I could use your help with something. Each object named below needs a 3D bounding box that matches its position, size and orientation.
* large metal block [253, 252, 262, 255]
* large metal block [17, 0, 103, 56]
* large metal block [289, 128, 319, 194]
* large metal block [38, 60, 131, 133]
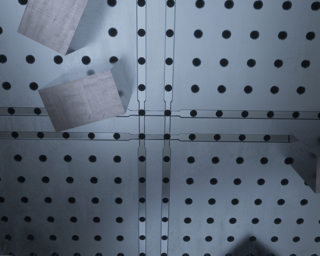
[{"bbox_3d":[0.163,0.263,0.500,0.080,0.050,0.080,38,105,-13],"label":"large metal block"},{"bbox_3d":[-0.100,-0.131,0.334,0.050,0.080,0.080,26,108,-10],"label":"large metal block"},{"bbox_3d":[0.224,0.038,0.401,0.080,0.080,0.050,-7,110,2],"label":"large metal block"},{"bbox_3d":[-0.083,-0.041,0.368,0.080,0.080,0.050,-15,110,5],"label":"large metal block"}]
